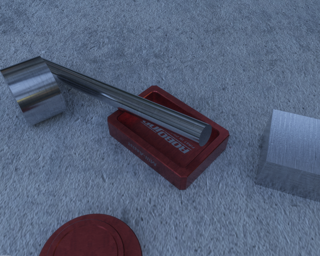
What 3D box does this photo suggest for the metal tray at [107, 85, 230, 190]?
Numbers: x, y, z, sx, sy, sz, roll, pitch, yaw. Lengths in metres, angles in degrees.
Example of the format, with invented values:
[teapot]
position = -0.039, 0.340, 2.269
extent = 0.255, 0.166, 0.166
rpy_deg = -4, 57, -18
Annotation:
[metal tray]
position = 0.009, 0.006, 0.394
extent = 0.130, 0.030, 0.090
rpy_deg = 35, 58, 25

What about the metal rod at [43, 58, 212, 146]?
[metal rod]
position = -0.069, -0.045, 0.405
extent = 0.300, 0.025, 0.025
rpy_deg = 24, 53, 31

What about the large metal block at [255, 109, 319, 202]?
[large metal block]
position = 0.163, 0.032, 0.363
extent = 0.080, 0.050, 0.080
rpy_deg = 15, 51, 11

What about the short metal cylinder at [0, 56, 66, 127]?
[short metal cylinder]
position = -0.165, -0.048, 0.406
extent = 0.050, 0.080, 0.080
rpy_deg = -28, 56, -22

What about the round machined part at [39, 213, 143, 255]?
[round machined part]
position = -0.065, 0.125, 0.286
extent = 0.099, 0.042, 0.098
rpy_deg = 0, 50, 0
